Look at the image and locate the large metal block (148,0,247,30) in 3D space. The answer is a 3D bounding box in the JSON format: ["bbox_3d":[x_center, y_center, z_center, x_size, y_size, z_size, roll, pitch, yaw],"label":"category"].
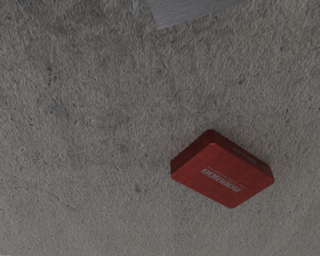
[{"bbox_3d":[0.024,-0.144,0.269,0.080,0.050,0.080,-14,129,11],"label":"large metal block"}]

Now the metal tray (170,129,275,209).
[{"bbox_3d":[0.092,0.065,0.460,0.131,0.030,0.090,31,124,-24],"label":"metal tray"}]
